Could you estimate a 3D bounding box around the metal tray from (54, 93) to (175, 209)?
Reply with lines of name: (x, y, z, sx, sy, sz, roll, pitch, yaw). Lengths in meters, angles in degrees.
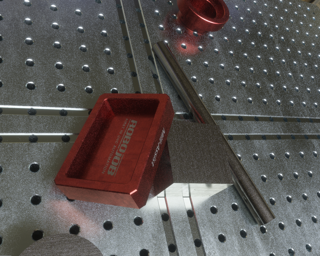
metal tray: (-0.044, 0.017, 0.338, 0.090, 0.030, 0.130, 3, 50, 20)

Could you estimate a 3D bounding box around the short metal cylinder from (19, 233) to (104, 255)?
short metal cylinder: (-0.088, 0.135, 0.262, 0.081, 0.050, 0.080, 14, 56, -21)

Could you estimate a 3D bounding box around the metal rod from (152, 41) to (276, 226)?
metal rod: (0.070, -0.002, 0.446, 0.025, 0.025, 0.299, -19, 72, -35)

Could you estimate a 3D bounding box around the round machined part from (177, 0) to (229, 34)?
round machined part: (0.074, -0.213, 0.567, 0.099, 0.042, 0.098, 14, 56, -21)

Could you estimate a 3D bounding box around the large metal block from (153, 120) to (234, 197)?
large metal block: (0.036, 0.039, 0.387, 0.081, 0.050, 0.080, 6, 59, -25)
